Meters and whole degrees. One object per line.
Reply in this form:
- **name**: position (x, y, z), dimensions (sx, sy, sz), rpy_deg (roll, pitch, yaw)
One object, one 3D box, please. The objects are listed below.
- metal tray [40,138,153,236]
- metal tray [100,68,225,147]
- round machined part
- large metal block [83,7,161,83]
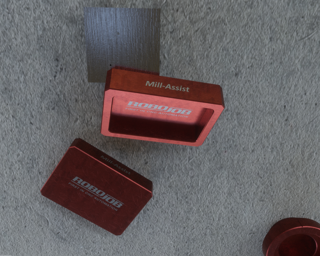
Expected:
- **metal tray**: position (-0.087, 0.085, 0.438), dimensions (0.130, 0.030, 0.090), rpy_deg (33, 107, -12)
- **metal tray**: position (-0.001, -0.020, 0.368), dimensions (0.131, 0.030, 0.089), rpy_deg (7, 145, -10)
- **round machined part**: position (0.203, 0.175, 0.467), dimensions (0.099, 0.042, 0.097), rpy_deg (0, 110, 0)
- **large metal block**: position (-0.040, -0.097, 0.360), dimensions (0.081, 0.050, 0.079), rpy_deg (1, 110, -1)
